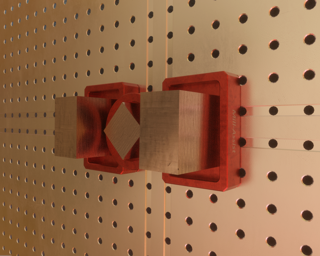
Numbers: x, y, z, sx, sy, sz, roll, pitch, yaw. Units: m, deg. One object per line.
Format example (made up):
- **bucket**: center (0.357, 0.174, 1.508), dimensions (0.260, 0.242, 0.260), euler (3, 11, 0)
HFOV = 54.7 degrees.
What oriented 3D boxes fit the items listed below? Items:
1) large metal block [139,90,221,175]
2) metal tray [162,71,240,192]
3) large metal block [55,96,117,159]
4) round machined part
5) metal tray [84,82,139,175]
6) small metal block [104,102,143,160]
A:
- **large metal block**: center (0.024, 0.003, 0.336), dimensions (0.050, 0.081, 0.079), euler (2, 91, 40)
- **metal tray**: center (0.046, 0.003, 0.367), dimensions (0.090, 0.030, 0.129), euler (0, 90, 40)
- **large metal block**: center (-0.099, -0.001, 0.438), dimensions (0.050, 0.081, 0.080), euler (1, 91, 40)
- **round machined part**: center (-0.023, 0.004, 0.406), dimensions (0.098, 0.042, 0.097), euler (0, 90, 40)
- **metal tray**: center (-0.075, 0.000, 0.467), dimensions (0.090, 0.030, 0.129), euler (1, 90, 40)
- **small metal block**: center (-0.038, 0.003, 0.388), dimensions (0.050, 0.025, 0.050), euler (52, 120, 27)
